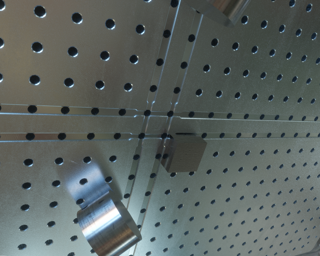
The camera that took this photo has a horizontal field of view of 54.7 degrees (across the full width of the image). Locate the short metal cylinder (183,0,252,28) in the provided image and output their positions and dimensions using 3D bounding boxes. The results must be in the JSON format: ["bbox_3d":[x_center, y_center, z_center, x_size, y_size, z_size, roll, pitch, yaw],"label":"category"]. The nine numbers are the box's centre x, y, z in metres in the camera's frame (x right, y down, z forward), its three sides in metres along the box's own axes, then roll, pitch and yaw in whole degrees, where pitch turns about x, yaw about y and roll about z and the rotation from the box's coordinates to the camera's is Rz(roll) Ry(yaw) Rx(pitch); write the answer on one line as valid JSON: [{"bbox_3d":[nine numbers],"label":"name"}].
[{"bbox_3d":[0.056,-0.146,0.316,0.080,0.080,0.050,23,106,-37],"label":"short metal cylinder"}]

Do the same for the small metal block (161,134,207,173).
[{"bbox_3d":[0.035,0.037,0.453,0.050,0.025,0.050,2,118,-30],"label":"small metal block"}]

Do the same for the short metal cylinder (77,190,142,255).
[{"bbox_3d":[-0.068,0.132,0.420,0.050,0.080,0.080,-34,129,-6],"label":"short metal cylinder"}]
